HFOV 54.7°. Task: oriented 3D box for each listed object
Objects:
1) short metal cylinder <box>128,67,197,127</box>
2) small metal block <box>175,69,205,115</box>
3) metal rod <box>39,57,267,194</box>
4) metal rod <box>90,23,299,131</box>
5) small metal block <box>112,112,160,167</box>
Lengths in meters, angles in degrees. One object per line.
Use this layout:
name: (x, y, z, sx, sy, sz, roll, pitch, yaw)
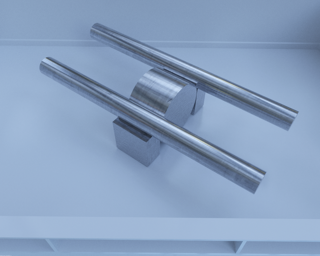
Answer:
short metal cylinder: (0.004, -0.030, 0.393, 0.050, 0.080, 0.080, 30, 56, 22)
small metal block: (0.035, -0.053, 0.431, 0.050, 0.050, 0.025, 30, 56, 22)
metal rod: (-0.026, -0.015, 0.352, 0.300, 0.025, 0.025, 29, 56, 22)
metal rod: (0.028, -0.075, 0.402, 0.300, 0.025, 0.025, 29, 56, 22)
small metal block: (-0.028, 0.013, 0.376, 0.050, 0.050, 0.025, 30, 56, 22)
